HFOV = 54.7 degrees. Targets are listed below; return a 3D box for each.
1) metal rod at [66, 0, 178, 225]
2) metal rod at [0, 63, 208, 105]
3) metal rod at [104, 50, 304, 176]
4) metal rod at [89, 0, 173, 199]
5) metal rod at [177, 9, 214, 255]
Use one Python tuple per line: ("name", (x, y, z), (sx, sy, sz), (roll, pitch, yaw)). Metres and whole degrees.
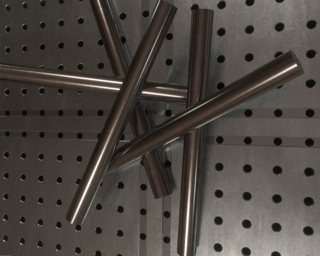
("metal rod", (-0.053, -0.009, 0.384), (0.025, 0.025, 0.298), (29, 104, 17))
("metal rod", (-0.089, -0.058, 0.404), (0.302, 0.025, 0.025), (8, 93, 5))
("metal rod", (0.015, 0.001, 0.361), (0.299, 0.025, 0.025), (-29, 80, 33))
("metal rod", (-0.043, -0.051, 0.426), (0.025, 0.025, 0.299), (-21, 83, 18))
("metal rod", (0.042, 0.014, 0.376), (0.025, 0.025, 0.298), (6, 100, 19))
